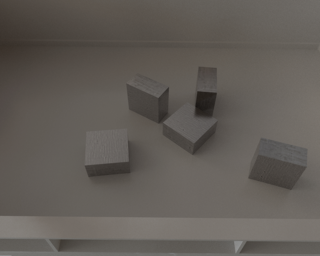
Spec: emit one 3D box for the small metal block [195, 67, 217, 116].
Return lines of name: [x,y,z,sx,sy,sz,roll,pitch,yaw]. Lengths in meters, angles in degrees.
small metal block: [0.063,-0.049,0.431,0.025,0.050,0.050,5,50,4]

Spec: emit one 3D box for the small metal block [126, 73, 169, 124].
small metal block: [-0.016,-0.040,0.422,0.050,0.050,0.025,26,55,20]

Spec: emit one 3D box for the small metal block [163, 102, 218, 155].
small metal block: [0.039,0.000,0.406,0.050,0.025,0.050,34,58,25]

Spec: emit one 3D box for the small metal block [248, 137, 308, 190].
small metal block: [0.134,0.042,0.356,0.050,0.050,0.025,14,52,11]

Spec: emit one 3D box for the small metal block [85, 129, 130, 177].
small metal block: [-0.063,0.030,0.379,0.050,0.025,0.050,-4,50,-4]
